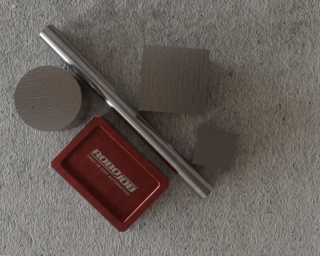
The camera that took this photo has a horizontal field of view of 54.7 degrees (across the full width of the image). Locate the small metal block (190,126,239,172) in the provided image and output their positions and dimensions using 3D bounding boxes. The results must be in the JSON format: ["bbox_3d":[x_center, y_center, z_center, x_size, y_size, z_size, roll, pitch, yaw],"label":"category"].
[{"bbox_3d":[0.072,0.027,0.413,0.050,0.025,0.050,13,90,-1],"label":"small metal block"}]

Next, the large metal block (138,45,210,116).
[{"bbox_3d":[0.017,-0.058,0.399,0.081,0.050,0.079,4,90,-1],"label":"large metal block"}]

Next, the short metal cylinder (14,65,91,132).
[{"bbox_3d":[-0.135,-0.036,0.397,0.081,0.050,0.079,0,90,-1],"label":"short metal cylinder"}]

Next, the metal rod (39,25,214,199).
[{"bbox_3d":[-0.043,-0.021,0.410,0.025,0.025,0.300,-45,91,0],"label":"metal rod"}]

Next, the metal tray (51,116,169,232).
[{"bbox_3d":[-0.064,0.058,0.408,0.130,0.030,0.090,44,90,-1],"label":"metal tray"}]
